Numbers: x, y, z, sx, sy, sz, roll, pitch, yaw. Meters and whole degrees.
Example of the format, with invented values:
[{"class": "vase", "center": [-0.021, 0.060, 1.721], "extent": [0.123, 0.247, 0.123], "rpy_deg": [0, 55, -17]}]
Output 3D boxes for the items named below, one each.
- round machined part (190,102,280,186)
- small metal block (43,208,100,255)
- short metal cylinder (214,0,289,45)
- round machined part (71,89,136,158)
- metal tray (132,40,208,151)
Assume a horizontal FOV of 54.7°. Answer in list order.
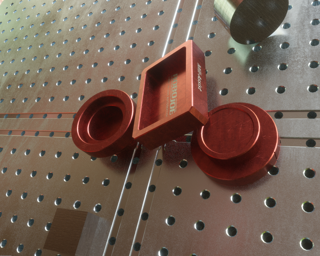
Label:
[{"class": "round machined part", "center": [0.080, 0.012, 0.347], "extent": [0.098, 0.042, 0.098], "rpy_deg": [-13, 56, 21]}, {"class": "small metal block", "center": [-0.109, 0.130, 0.384], "extent": [0.050, 0.025, 0.050], "rpy_deg": [-1, 61, 27]}, {"class": "short metal cylinder", "center": [0.118, -0.158, 0.407], "extent": [0.080, 0.080, 0.050], "rpy_deg": [-29, 52, 9]}, {"class": "round machined part", "center": [-0.071, -0.003, 0.435], "extent": [0.098, 0.042, 0.098], "rpy_deg": [-13, 56, 20]}, {"class": "metal tray", "center": [0.013, -0.044, 0.394], "extent": [0.090, 0.030, 0.130], "rpy_deg": [-27, 41, 32]}]
